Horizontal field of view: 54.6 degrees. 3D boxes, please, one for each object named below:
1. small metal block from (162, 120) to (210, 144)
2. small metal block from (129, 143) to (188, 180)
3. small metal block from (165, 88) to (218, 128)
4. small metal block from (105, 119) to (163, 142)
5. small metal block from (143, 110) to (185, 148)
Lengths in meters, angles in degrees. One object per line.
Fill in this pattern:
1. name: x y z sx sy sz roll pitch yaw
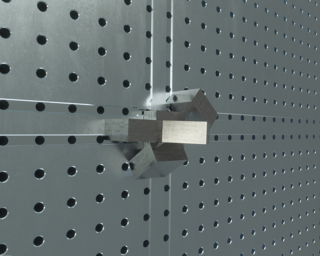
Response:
1. small metal block: 0.033 0.005 0.374 0.050 0.050 0.025 7 85 -77
2. small metal block: -0.002 0.041 0.387 0.050 0.050 0.025 2 58 -40
3. small metal block: 0.044 -0.026 0.428 0.050 0.050 0.025 51 60 -28
4. small metal block: -0.030 0.003 0.366 0.050 0.050 0.025 2 89 -39
5. small metal block: 0.006 0.003 0.413 0.050 0.025 0.050 2 89 -41
